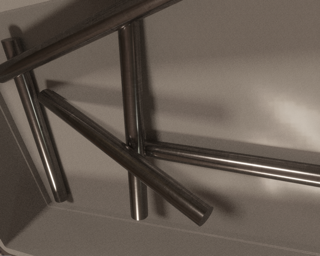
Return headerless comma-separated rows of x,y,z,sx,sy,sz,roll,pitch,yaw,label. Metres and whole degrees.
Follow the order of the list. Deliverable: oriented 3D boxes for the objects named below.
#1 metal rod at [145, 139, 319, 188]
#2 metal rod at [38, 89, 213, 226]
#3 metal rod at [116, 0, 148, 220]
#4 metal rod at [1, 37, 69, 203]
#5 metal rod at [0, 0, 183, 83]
0.095,0.043,0.384,0.301,0.025,0.025,7,122,24,metal rod
-0.062,0.023,0.398,0.300,0.025,0.025,32,131,29,metal rod
-0.033,-0.011,0.393,0.025,0.025,0.298,9,115,23,metal rod
-0.199,0.003,0.512,0.025,0.025,0.298,8,122,23,metal rod
-0.106,-0.103,0.363,0.300,0.025,0.025,-12,113,33,metal rod
